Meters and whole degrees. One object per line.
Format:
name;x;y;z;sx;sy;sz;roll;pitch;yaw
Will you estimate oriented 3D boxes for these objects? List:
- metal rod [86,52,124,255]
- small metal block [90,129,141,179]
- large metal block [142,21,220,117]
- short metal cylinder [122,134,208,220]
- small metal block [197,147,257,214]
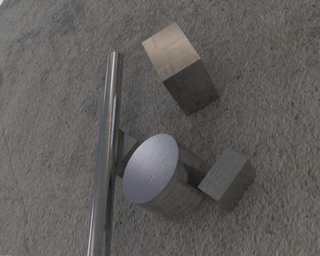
metal rod;-0.066;0.020;0.394;0.025;0.025;0.299;-14;56;20
small metal block;-0.056;0.031;0.414;0.050;0.025;0.050;31;79;37
large metal block;0.028;-0.074;0.400;0.050;0.080;0.080;-31;52;9
short metal cylinder;0.005;0.053;0.337;0.080;0.050;0.080;-31;39;30
small metal block;0.070;0.055;0.317;0.025;0.050;0.050;31;79;36
